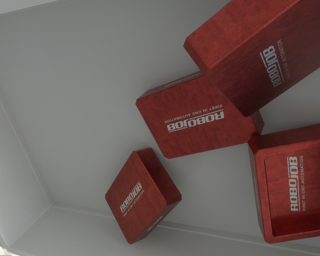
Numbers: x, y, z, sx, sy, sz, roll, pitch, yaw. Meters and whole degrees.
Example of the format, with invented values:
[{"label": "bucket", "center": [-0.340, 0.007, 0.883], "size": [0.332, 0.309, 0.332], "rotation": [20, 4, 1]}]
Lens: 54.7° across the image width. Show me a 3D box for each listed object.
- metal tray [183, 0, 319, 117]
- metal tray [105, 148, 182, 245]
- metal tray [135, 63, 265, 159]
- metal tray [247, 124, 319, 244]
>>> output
[{"label": "metal tray", "center": [0.084, -0.059, 0.246], "size": [0.090, 0.130, 0.030], "rotation": [-37, 65, 15]}, {"label": "metal tray", "center": [-0.030, 0.102, 0.459], "size": [0.090, 0.030, 0.129], "rotation": [56, 134, 25]}, {"label": "metal tray", "center": [0.045, -0.017, 0.371], "size": [0.130, 0.030, 0.090], "rotation": [-16, 110, 34]}, {"label": "metal tray", "center": [0.152, 0.064, 0.342], "size": [0.090, 0.030, 0.129], "rotation": [-12, 115, 6]}]
